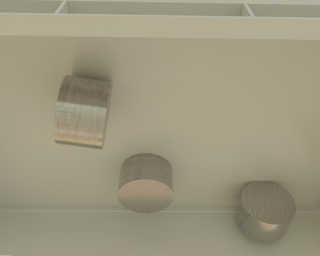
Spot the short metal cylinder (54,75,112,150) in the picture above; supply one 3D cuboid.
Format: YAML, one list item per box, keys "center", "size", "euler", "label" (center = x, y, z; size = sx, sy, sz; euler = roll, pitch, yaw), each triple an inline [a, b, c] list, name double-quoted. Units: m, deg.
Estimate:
- center: [-0.086, -0.018, 0.357]
  size: [0.050, 0.080, 0.079]
  euler: [9, 130, -7]
  label: "short metal cylinder"

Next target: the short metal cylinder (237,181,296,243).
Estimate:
- center: [0.164, 0.130, 0.485]
  size: [0.081, 0.080, 0.050]
  euler: [0, 130, 0]
  label: "short metal cylinder"

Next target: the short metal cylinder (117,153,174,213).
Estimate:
- center: [-0.021, 0.083, 0.463]
  size: [0.081, 0.050, 0.079]
  euler: [0, 130, 0]
  label: "short metal cylinder"
